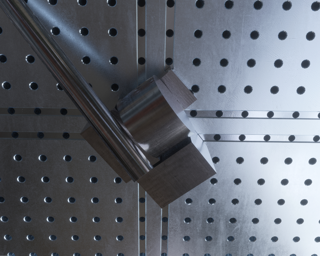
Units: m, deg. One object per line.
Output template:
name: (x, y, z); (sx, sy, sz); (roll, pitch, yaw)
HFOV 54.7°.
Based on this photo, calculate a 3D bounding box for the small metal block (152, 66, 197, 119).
small metal block: (0.011, -0.042, 0.399); (0.050, 0.025, 0.050); (-40, 106, 13)

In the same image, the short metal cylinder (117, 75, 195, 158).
short metal cylinder: (-0.004, -0.013, 0.352); (0.050, 0.080, 0.080); (-35, 107, 12)

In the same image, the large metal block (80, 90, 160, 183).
large metal block: (-0.045, 0.008, 0.387); (0.050, 0.080, 0.080); (-36, 107, 12)

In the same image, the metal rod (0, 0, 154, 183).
metal rod: (-0.109, -0.069, 0.331); (0.025, 0.025, 0.300); (-40, 85, 13)

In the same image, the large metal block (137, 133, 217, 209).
large metal block: (0.019, 0.043, 0.398); (0.080, 0.080, 0.050); (-36, 107, 12)
